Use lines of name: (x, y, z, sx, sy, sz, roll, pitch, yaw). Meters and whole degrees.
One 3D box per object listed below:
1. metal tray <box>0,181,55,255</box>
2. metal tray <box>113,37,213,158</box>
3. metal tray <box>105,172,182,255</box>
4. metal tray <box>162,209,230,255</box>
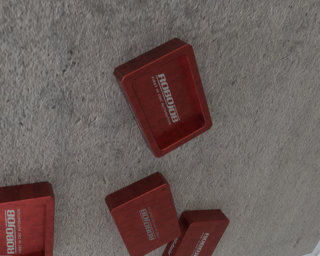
metal tray: (-0.182, 0.132, 0.385, 0.091, 0.030, 0.129, -3, 120, -27)
metal tray: (0.009, -0.034, 0.387, 0.090, 0.030, 0.129, -30, 129, -10)
metal tray: (-0.022, 0.138, 0.477, 0.091, 0.030, 0.129, -24, 127, -14)
metal tray: (0.062, 0.210, 0.567, 0.091, 0.030, 0.129, 7, 115, -32)
